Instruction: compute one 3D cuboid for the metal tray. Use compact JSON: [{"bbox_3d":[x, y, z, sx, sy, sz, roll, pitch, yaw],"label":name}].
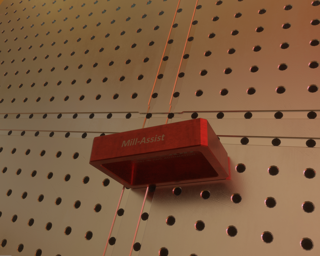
[{"bbox_3d":[0.001,0.034,0.344,0.130,0.090,0.030,-10,58,22],"label":"metal tray"}]
